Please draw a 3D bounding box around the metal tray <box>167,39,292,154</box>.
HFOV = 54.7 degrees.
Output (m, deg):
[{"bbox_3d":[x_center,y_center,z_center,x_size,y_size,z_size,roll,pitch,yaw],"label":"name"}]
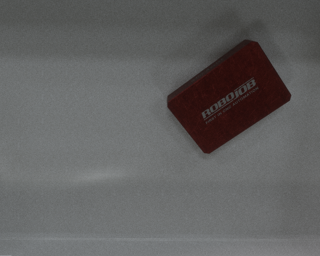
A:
[{"bbox_3d":[0.086,-0.038,0.396,0.130,0.030,0.090,-36,107,11],"label":"metal tray"}]
